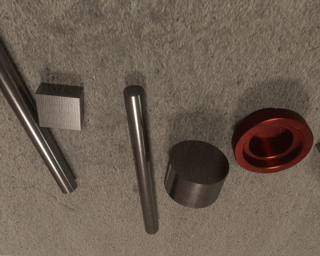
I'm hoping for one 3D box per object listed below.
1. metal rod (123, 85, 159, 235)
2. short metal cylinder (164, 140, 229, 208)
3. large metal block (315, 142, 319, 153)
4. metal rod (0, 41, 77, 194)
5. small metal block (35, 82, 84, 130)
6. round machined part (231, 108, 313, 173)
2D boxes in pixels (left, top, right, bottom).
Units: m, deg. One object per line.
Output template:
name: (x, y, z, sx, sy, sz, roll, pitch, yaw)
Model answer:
metal rod: (-0.023, 0.069, 0.465, 0.025, 0.025, 0.298, -3, 130, 2)
short metal cylinder: (0.049, 0.062, 0.425, 0.081, 0.080, 0.050, 5, 130, -5)
large metal block: (0.281, 0.043, 0.432, 0.080, 0.050, 0.080, -34, 123, 25)
metal rod: (-0.167, -0.019, 0.388, 0.025, 0.025, 0.298, -8, 130, 6)
small metal block: (-0.122, -0.026, 0.383, 0.050, 0.025, 0.050, 6, 130, -5)
round machined part: (0.144, 0.012, 0.409, 0.099, 0.042, 0.097, -1, 130, 0)
